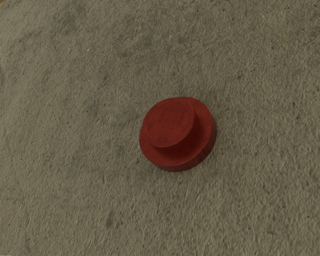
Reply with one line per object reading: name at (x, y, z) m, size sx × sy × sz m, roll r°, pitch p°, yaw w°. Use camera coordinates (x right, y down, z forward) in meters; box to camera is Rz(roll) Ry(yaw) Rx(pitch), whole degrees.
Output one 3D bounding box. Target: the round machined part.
round machined part at (0.017, 0.002, 0.384) m, size 0.098 × 0.042 × 0.098 m, roll -13°, pitch 56°, yaw 21°
